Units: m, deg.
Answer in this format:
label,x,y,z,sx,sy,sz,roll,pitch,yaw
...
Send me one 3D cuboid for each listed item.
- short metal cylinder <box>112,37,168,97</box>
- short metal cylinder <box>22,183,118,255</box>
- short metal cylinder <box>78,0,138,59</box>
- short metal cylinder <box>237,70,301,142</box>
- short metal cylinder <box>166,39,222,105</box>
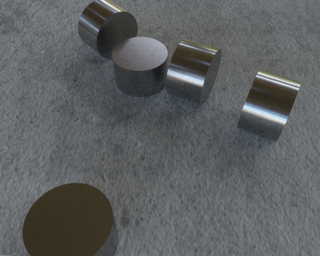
label,x,y,z,sx,sy,sz,roll,pitch,yaw
short metal cylinder,-0.029,-0.092,0.464,0.081,0.050,0.080,0,50,0
short metal cylinder,-0.083,0.101,0.301,0.081,0.050,0.080,0,50,0
short metal cylinder,-0.083,-0.158,0.500,0.080,0.080,0.050,-35,59,-26
short metal cylinder,0.137,-0.028,0.393,0.050,0.080,0.080,22,53,17
short metal cylinder,0.048,-0.078,0.434,0.050,0.080,0.080,20,53,16
